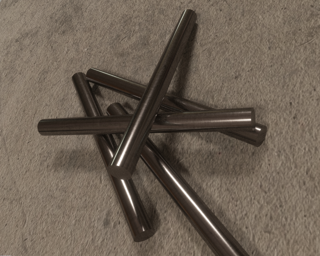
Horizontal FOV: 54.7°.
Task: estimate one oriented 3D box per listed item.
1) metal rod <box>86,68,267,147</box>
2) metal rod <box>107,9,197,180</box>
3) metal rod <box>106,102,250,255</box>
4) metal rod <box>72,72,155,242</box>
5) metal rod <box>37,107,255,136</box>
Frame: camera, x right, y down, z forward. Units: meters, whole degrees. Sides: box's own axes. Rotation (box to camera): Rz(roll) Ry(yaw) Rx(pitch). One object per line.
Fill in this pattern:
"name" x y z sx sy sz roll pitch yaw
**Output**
"metal rod" -0.001 -0.039 0.426 0.300 0.025 0.025 24 74 36
"metal rod" 0.003 -0.066 0.394 0.025 0.025 0.300 -2 46 27
"metal rod" 0.012 0.059 0.359 0.025 0.025 0.300 -42 51 -1
"metal rod" -0.077 0.017 0.431 0.025 0.025 0.300 -35 51 5
"metal rod" -0.037 -0.005 0.391 0.301 0.025 0.025 -2 61 26
